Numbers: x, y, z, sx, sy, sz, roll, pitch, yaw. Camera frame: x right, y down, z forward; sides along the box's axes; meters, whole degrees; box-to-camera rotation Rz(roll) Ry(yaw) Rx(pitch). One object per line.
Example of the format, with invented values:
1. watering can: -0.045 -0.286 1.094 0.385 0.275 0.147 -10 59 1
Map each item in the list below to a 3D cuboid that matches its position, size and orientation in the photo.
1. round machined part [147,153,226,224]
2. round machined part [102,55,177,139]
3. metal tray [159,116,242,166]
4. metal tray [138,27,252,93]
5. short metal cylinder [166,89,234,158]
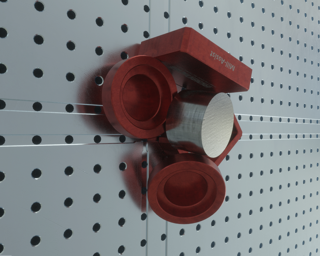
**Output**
1. round machined part: 0.033 0.074 0.405 0.099 0.042 0.097 -1 115 -2
2. round machined part: -0.028 -0.036 0.377 0.099 0.042 0.097 0 90 -40
3. metal tray: 0.066 0.013 0.463 0.131 0.030 0.090 -44 117 -31
4. metal tray: 0.047 -0.081 0.408 0.131 0.090 0.030 19 78 -39
5. short metal cylinder: 0.052 -0.007 0.390 0.081 0.050 0.079 -17 112 -49
